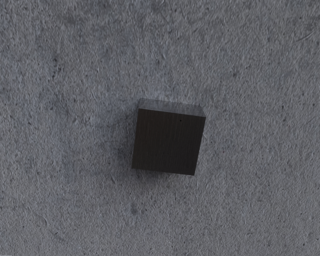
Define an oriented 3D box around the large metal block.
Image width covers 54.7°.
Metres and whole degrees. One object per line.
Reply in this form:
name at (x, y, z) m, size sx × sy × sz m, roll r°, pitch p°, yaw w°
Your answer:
large metal block at (0.009, 0.010, 0.402) m, size 0.081 × 0.050 × 0.079 m, roll 7°, pitch 110°, yaw -3°
